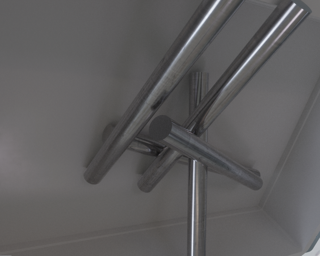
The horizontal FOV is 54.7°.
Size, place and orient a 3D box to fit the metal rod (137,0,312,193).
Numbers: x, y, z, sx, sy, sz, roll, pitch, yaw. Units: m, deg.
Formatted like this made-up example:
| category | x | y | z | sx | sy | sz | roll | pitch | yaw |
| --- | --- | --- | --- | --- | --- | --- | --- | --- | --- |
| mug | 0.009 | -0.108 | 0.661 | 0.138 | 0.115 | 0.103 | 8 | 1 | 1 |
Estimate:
| category | x | y | z | sx | sy | sz | roll | pitch | yaw |
| --- | --- | --- | --- | --- | --- | --- | --- | --- | --- |
| metal rod | 0.046 | -0.010 | 0.347 | 0.025 | 0.025 | 0.298 | 5 | 140 | -31 |

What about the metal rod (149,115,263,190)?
| category | x | y | z | sx | sy | sz | roll | pitch | yaw |
| --- | --- | --- | --- | --- | --- | --- | --- | --- | --- |
| metal rod | 0.080 | 0.046 | 0.402 | 0.025 | 0.025 | 0.301 | -50 | 143 | 7 |

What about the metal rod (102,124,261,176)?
| category | x | y | z | sx | sy | sz | roll | pitch | yaw |
| --- | --- | --- | --- | --- | --- | --- | --- | --- | --- |
| metal rod | 0.052 | 0.047 | 0.465 | 0.302 | 0.025 | 0.025 | 19 | 109 | -36 |

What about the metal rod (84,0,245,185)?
| category | x | y | z | sx | sy | sz | roll | pitch | yaw |
| --- | --- | --- | --- | --- | --- | --- | --- | --- | --- |
| metal rod | -0.014 | -0.023 | 0.305 | 0.025 | 0.025 | 0.298 | 8 | 141 | -32 |

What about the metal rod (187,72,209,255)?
| category | x | y | z | sx | sy | sz | roll | pitch | yaw |
| --- | --- | --- | --- | --- | --- | --- | --- | --- | --- |
| metal rod | 0.049 | 0.079 | 0.406 | 0.025 | 0.025 | 0.298 | -2 | 95 | -28 |
